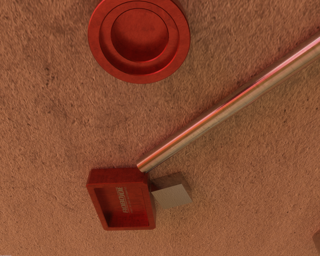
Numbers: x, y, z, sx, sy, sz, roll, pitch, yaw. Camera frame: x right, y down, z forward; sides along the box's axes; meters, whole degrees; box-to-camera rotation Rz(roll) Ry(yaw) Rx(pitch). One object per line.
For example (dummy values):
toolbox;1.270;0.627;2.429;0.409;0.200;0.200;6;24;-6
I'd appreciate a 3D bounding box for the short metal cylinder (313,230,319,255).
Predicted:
short metal cylinder;0.342;0.227;0.590;0.081;0.050;0.079;0;130;0

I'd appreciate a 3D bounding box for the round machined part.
round machined part;-0.020;-0.097;0.313;0.099;0.042;0.097;-1;130;0

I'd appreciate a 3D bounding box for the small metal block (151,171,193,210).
small metal block;0.019;0.100;0.493;0.050;0.025;0.050;-18;128;14

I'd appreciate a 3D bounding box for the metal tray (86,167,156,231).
metal tray;-0.057;0.118;0.499;0.091;0.030;0.129;-3;132;5

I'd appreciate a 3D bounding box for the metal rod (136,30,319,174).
metal rod;0.082;-0.024;0.387;0.299;0.025;0.025;-36;122;26
